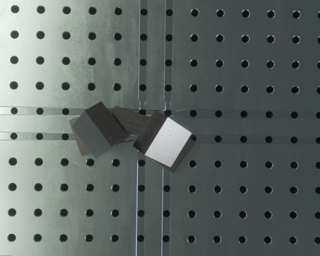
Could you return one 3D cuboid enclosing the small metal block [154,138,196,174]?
[{"bbox_3d":[0.012,0.024,0.414,0.050,0.025,0.050,36,90,-1],"label":"small metal block"}]

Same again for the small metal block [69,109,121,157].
[{"bbox_3d":[-0.086,0.005,0.412,0.050,0.025,0.050,-19,90,-1],"label":"small metal block"}]

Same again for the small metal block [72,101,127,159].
[{"bbox_3d":[-0.074,0.004,0.372,0.025,0.050,0.050,-37,91,-39],"label":"small metal block"}]

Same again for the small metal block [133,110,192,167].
[{"bbox_3d":[0.004,0.014,0.374,0.050,0.025,0.050,32,89,-45],"label":"small metal block"}]

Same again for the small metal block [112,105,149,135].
[{"bbox_3d":[-0.035,-0.008,0.400,0.050,0.050,0.025,19,90,-1],"label":"small metal block"}]
